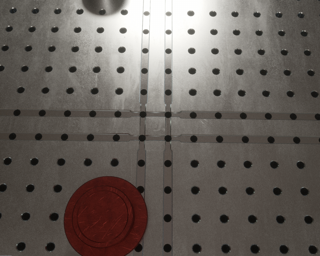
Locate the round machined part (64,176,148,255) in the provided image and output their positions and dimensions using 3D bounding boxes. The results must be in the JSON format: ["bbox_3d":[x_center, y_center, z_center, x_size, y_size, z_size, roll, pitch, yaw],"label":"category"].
[{"bbox_3d":[-0.064,0.105,0.364,0.099,0.042,0.098,0,70,-1],"label":"round machined part"}]
